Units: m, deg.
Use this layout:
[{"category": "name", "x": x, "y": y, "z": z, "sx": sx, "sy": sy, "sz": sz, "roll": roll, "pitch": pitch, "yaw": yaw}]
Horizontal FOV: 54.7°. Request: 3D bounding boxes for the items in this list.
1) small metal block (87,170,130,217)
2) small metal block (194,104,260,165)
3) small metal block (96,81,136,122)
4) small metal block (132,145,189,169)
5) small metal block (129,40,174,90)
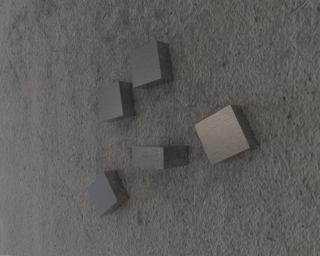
[{"category": "small metal block", "x": -0.079, "y": 0.099, "z": 0.471, "sx": 0.050, "sy": 0.025, "sz": 0.050, "roll": -44, "pitch": 64, "yaw": 31}, {"category": "small metal block", "x": 0.073, "y": 0.008, "z": 0.344, "sx": 0.050, "sy": 0.025, "sz": 0.050, "roll": -32, "pitch": 70, "yaw": 35}, {"category": "small metal block", "x": -0.066, "y": -0.038, "z": 0.459, "sx": 0.050, "sy": 0.025, "sz": 0.050, "roll": -13, "pitch": 82, "yaw": 39}, {"category": "small metal block", "x": 0.001, "y": 0.035, "z": 0.388, "sx": 0.050, "sy": 0.050, "sz": 0.025, "roll": -1, "pitch": 90, "yaw": 40}, {"category": "small metal block", "x": -0.012, "y": -0.083, "z": 0.415, "sx": 0.050, "sy": 0.025, "sz": 0.050, "roll": -12, "pitch": 82, "yaw": 39}]
